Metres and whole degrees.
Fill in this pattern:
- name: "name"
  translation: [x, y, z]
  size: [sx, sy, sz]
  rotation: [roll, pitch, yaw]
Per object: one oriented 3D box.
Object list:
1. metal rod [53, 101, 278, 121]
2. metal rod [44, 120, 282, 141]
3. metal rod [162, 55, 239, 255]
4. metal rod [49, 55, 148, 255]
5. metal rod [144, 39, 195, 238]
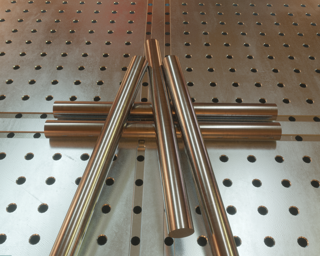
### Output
- name: "metal rod"
  translation: [0.007, -0.023, 0.428]
  size: [0.302, 0.025, 0.025]
  rotation: [1, 50, 0]
- name: "metal rod"
  translation: [0.004, 0.003, 0.405]
  size: [0.302, 0.025, 0.025]
  rotation: [1, 50, 0]
- name: "metal rod"
  translation: [0.043, 0.030, 0.359]
  size: [0.025, 0.025, 0.299]
  rotation: [-8, 58, -7]
- name: "metal rod"
  translation: [-0.065, 0.029, 0.359]
  size: [0.025, 0.025, 0.300]
  rotation: [11, 58, 9]
- name: "metal rod"
  translation: [0.004, -0.015, 0.388]
  size: [0.025, 0.025, 0.300]
  rotation: [-5, 50, -4]
